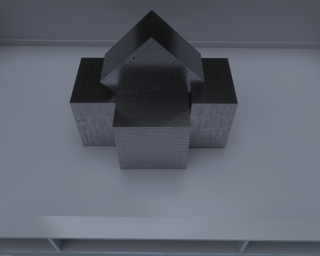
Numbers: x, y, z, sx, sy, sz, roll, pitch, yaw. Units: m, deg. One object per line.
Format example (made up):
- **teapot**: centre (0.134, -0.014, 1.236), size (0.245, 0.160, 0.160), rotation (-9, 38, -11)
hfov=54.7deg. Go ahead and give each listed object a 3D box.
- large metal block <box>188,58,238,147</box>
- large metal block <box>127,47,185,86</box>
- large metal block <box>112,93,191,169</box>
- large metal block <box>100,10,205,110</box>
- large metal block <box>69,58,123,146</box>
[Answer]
- **large metal block**: centre (0.059, -0.032, 0.392), size (0.050, 0.080, 0.080), rotation (0, 50, 0)
- **large metal block**: centre (-0.008, -0.072, 0.428), size (0.081, 0.080, 0.050), rotation (0, 50, 0)
- **large metal block**: centre (-0.008, 0.005, 0.363), size (0.081, 0.080, 0.050), rotation (0, 50, 0)
- **large metal block**: centre (-0.008, -0.069, 0.352), size (0.080, 0.080, 0.050), rotation (33, 40, -33)
- **large metal block**: centre (-0.074, -0.033, 0.395), size (0.050, 0.080, 0.080), rotation (0, 50, 0)
